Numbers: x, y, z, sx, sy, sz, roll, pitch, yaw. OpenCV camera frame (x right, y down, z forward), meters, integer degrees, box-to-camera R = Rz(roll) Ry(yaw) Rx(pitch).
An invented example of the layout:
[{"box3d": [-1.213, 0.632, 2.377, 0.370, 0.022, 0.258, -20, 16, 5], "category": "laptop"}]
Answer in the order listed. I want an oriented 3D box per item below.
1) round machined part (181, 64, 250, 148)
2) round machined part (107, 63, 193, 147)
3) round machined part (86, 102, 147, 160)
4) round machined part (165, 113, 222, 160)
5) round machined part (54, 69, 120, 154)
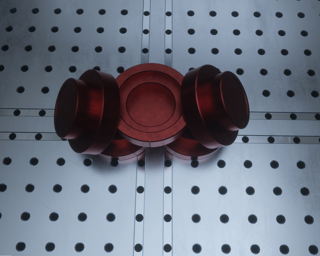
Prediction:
[{"box3d": [0.070, -0.028, 0.359, 0.042, 0.098, 0.098, -16, 65, 37], "category": "round machined part"}, {"box3d": [-0.010, -0.024, 0.365, 0.099, 0.042, 0.098, 0, 70, -1], "category": "round machined part"}, {"box3d": [-0.055, -0.010, 0.405, 0.099, 0.042, 0.098, 0, 70, -1], "category": "round machined part"}, {"box3d": [0.043, -0.010, 0.407, 0.099, 0.042, 0.098, 0, 70, -1], "category": "round machined part"}, {"box3d": [-0.089, -0.020, 0.355, 0.042, 0.098, 0.098, 10, 65, -37], "category": "round machined part"}]
